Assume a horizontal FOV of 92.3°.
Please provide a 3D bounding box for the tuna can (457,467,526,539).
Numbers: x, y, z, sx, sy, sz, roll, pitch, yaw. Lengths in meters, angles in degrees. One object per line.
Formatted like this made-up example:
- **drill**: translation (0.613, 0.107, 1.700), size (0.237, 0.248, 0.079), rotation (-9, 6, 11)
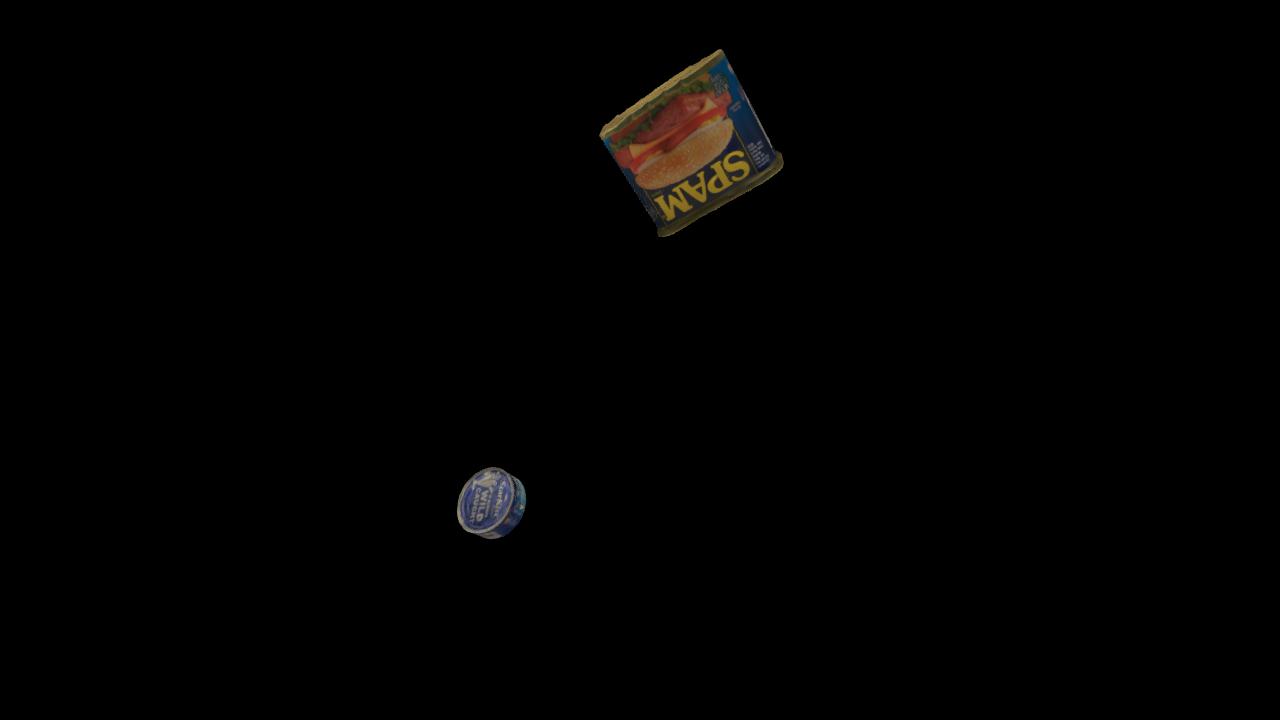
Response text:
- **tuna can**: translation (-0.185, 0.180, 0.769), size (0.084, 0.084, 0.034), rotation (0, -29, 28)

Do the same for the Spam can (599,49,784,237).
- **Spam can**: translation (0.035, -0.150, 0.429), size (0.101, 0.085, 0.058), rotation (-26, 25, 21)
